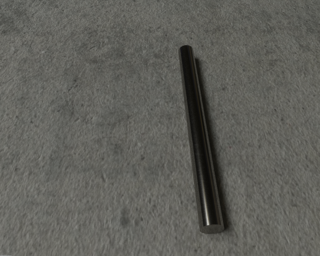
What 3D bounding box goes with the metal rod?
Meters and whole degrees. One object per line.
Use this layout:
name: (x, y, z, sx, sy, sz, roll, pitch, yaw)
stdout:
metal rod: (0.048, -0.011, 0.413, 0.025, 0.025, 0.300, -1, 50, -2)
